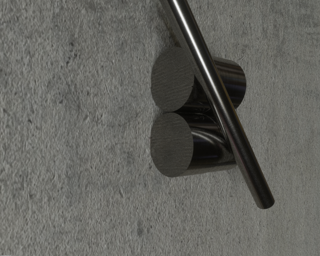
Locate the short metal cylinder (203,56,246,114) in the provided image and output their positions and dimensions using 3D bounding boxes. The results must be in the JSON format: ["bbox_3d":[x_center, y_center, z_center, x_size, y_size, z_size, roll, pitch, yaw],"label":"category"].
[{"bbox_3d":[0.071,-0.059,0.430,0.050,0.080,0.080,1,90,-40],"label":"short metal cylinder"}]

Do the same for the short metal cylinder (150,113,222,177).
[{"bbox_3d":[0.031,0.021,0.397,0.050,0.080,0.080,1,90,-40],"label":"short metal cylinder"}]

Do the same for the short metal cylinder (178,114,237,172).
[{"bbox_3d":[0.070,0.021,0.430,0.050,0.080,0.080,1,90,-40],"label":"short metal cylinder"}]

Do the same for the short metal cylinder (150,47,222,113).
[{"bbox_3d":[0.032,-0.059,0.398,0.050,0.080,0.080,1,90,-40],"label":"short metal cylinder"}]

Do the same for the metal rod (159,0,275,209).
[{"bbox_3d":[0.076,-0.018,0.366,0.025,0.025,0.299,-44,117,-31],"label":"metal rod"}]
